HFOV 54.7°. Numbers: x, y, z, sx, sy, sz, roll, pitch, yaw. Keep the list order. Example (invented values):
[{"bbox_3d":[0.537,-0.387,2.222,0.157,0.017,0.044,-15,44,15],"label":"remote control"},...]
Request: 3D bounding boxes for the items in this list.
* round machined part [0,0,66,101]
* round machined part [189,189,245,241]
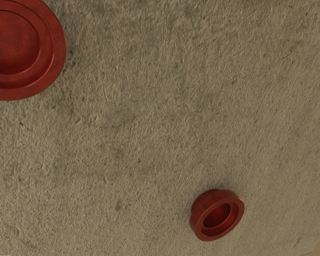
[{"bbox_3d":[-0.137,-0.077,0.273,0.099,0.042,0.097,-14,124,-21],"label":"round machined part"},{"bbox_3d":[0.094,0.145,0.536,0.099,0.042,0.097,-14,124,-21],"label":"round machined part"}]
